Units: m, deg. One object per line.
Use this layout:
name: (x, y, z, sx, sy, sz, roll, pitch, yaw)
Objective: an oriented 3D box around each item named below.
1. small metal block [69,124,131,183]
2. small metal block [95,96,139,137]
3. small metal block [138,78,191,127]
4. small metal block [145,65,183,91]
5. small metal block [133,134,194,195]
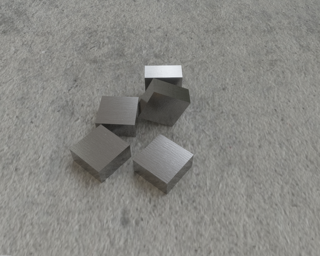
small metal block: (-0.071, 0.030, 0.377, 0.050, 0.025, 0.050, 33, 57, 24)
small metal block: (-0.056, -0.016, 0.416, 0.050, 0.025, 0.050, 3, 50, 2)
small metal block: (0.004, -0.032, 0.403, 0.050, 0.050, 0.025, 15, 47, -21)
small metal block: (0.004, -0.061, 0.438, 0.050, 0.050, 0.025, -1, 50, -1)
small metal block: (0.004, 0.042, 0.368, 0.050, 0.025, 0.050, 32, 57, 23)
